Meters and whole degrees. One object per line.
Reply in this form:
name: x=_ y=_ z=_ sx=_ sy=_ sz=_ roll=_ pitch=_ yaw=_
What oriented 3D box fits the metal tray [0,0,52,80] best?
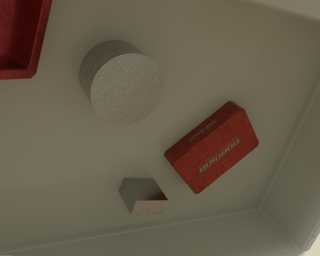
metal tray: x=-0.147 y=-0.082 z=0.231 sx=0.131 sy=0.030 sz=0.089 roll=-20 pitch=136 yaw=-61

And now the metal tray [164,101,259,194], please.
metal tray: x=0.082 y=0.032 z=0.472 sx=0.130 sy=0.030 sz=0.090 roll=-38 pitch=130 yaw=-3

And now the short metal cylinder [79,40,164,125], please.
short metal cylinder: x=-0.043 y=-0.050 z=0.339 sx=0.081 sy=0.050 sz=0.079 roll=-14 pitch=125 yaw=-21

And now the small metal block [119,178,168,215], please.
small metal block: x=-0.024 y=0.097 z=0.441 sx=0.050 sy=0.050 sz=0.025 roll=8 pitch=115 yaw=-32
